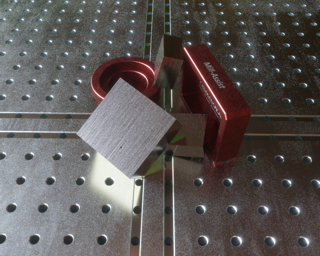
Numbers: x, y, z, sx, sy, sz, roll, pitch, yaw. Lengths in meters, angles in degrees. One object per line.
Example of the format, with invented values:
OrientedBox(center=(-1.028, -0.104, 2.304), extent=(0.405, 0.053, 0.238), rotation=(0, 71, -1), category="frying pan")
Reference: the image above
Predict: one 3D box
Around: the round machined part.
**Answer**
OrientedBox(center=(-0.045, -0.055, 0.442), extent=(0.099, 0.042, 0.098), rotation=(0, 50, 0), category="round machined part")

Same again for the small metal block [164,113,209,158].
OrientedBox(center=(0.034, 0.009, 0.394), extent=(0.050, 0.025, 0.050), rotation=(2, 54, 16), category="small metal block")

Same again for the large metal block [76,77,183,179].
OrientedBox(center=(-0.033, 0.002, 0.360), extent=(0.080, 0.050, 0.080), rotation=(38, 90, 14), category="large metal block")

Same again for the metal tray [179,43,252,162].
OrientedBox(center=(0.063, -0.034, 0.394), extent=(0.030, 0.089, 0.130), rotation=(-14, 52, -12), category="metal tray")

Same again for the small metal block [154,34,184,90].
OrientedBox(center=(0.011, -0.088, 0.412), extent=(0.025, 0.050, 0.050), rotation=(9, 48, -11), category="small metal block")
